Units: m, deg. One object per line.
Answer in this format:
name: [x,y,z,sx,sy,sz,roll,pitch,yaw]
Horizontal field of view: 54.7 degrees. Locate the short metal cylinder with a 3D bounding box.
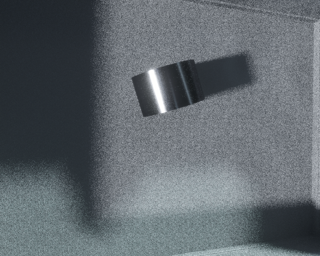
short metal cylinder: [0.010,-0.049,0.386,0.081,0.080,0.050,-19,97,-19]
